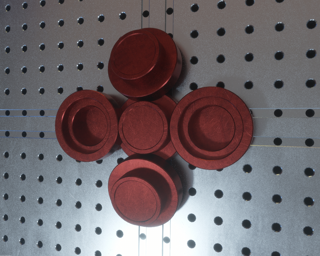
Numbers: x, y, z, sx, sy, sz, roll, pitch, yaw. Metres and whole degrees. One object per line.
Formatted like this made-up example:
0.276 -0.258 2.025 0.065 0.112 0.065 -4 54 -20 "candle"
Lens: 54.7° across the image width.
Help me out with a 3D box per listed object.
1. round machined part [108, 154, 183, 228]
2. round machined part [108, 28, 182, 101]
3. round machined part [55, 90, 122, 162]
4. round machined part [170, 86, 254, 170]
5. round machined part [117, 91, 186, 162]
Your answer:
-0.024 0.085 0.399 0.098 0.042 0.097 5 106 18 "round machined part"
-0.025 -0.086 0.399 0.098 0.042 0.098 -5 74 20 "round machined part"
-0.093 -0.003 0.435 0.098 0.042 0.097 0 90 19 "round machined part"
0.065 0.000 0.380 0.098 0.042 0.097 0 90 19 "round machined part"
-0.015 -0.001 0.407 0.098 0.042 0.097 0 90 19 "round machined part"
